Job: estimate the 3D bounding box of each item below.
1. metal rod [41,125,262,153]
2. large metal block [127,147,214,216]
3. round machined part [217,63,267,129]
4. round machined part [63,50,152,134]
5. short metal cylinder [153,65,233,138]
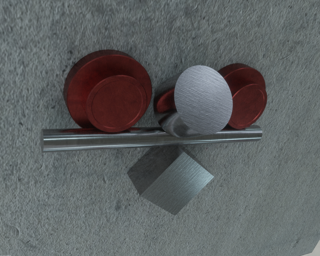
[{"bbox_3d":[0.011,0.011,0.393,0.303,0.025,0.025,-1,119,-28],"label":"metal rod"},{"bbox_3d":[0.015,0.066,0.439,0.080,0.050,0.080,-46,129,4],"label":"large metal block"},{"bbox_3d":[0.110,-0.037,0.434,0.099,0.042,0.097,-14,124,-21],"label":"round machined part"},{"bbox_3d":[-0.053,-0.034,0.346,0.099,0.042,0.097,-14,124,-21],"label":"round machined part"},{"bbox_3d":[0.039,-0.029,0.372,0.081,0.050,0.080,4,81,-27],"label":"short metal cylinder"}]
